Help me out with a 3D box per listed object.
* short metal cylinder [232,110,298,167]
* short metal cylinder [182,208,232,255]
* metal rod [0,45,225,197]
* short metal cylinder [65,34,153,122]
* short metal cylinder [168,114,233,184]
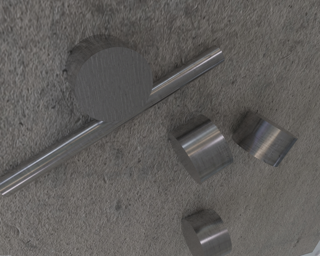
[{"bbox_3d":[0.156,0.015,0.466,0.080,0.080,0.050,20,108,-36],"label":"short metal cylinder"},{"bbox_3d":[0.078,0.185,0.528,0.050,0.080,0.079,-18,126,-18],"label":"short metal cylinder"},{"bbox_3d":[-0.053,-0.013,0.370,0.301,0.025,0.025,-33,129,-7],"label":"metal rod"},{"bbox_3d":[-0.054,-0.053,0.328,0.081,0.050,0.079,-14,124,-21],"label":"short metal cylinder"},{"bbox_3d":[0.053,0.028,0.418,0.050,0.080,0.080,-31,129,-9],"label":"short metal cylinder"}]
